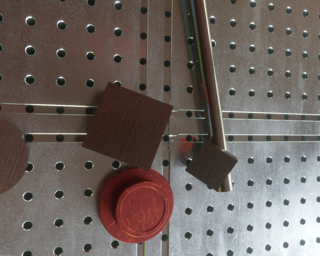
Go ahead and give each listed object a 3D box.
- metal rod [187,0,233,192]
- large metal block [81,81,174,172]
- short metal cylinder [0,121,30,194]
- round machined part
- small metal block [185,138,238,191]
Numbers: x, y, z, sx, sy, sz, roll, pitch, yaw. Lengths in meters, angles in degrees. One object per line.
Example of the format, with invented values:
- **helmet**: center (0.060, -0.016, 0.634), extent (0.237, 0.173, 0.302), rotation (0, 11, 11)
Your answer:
- **metal rod**: center (0.070, -0.058, 0.439), extent (0.025, 0.025, 0.298), rotation (-10, 94, -20)
- **large metal block**: center (-0.037, 0.000, 0.375), extent (0.080, 0.050, 0.080), rotation (21, 83, -2)
- **short metal cylinder**: center (-0.184, 0.030, 0.332), extent (0.081, 0.050, 0.079), rotation (0, 90, -20)
- **round machined part**: center (-0.027, 0.099, 0.395), extent (0.099, 0.042, 0.097), rotation (0, 90, -20)
- **small metal block**: center (0.070, 0.049, 0.423), extent (0.050, 0.025, 0.050), rotation (33, 100, 6)
